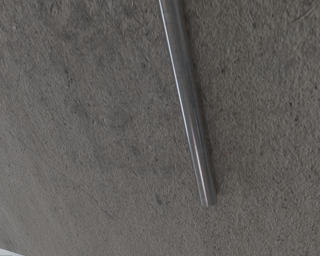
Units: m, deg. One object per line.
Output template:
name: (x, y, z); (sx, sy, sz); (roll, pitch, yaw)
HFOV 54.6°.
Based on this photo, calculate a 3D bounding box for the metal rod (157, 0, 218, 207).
metal rod: (0.035, -0.029, 0.370); (0.025, 0.025, 0.298); (0, 119, 28)
